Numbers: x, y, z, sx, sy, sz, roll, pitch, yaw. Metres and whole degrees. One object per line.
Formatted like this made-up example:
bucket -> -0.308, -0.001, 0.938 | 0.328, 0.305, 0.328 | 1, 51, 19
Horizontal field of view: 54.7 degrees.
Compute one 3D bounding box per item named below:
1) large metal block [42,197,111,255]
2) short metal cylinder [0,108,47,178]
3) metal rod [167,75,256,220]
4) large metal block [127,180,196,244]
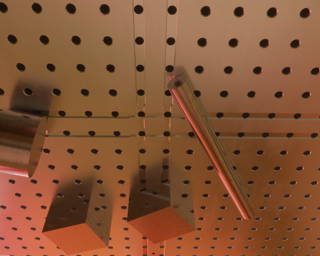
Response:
large metal block -> -0.142, 0.173, 0.540 | 0.080, 0.050, 0.080 | -16, 129, 13
short metal cylinder -> -0.179, 0.019, 0.389 | 0.050, 0.080, 0.079 | 13, 129, -11
metal rod -> 0.087, 0.047, 0.453 | 0.025, 0.025, 0.299 | -21, 127, 17
large metal block -> 0.003, 0.142, 0.517 | 0.080, 0.050, 0.080 | -26, 126, 20
